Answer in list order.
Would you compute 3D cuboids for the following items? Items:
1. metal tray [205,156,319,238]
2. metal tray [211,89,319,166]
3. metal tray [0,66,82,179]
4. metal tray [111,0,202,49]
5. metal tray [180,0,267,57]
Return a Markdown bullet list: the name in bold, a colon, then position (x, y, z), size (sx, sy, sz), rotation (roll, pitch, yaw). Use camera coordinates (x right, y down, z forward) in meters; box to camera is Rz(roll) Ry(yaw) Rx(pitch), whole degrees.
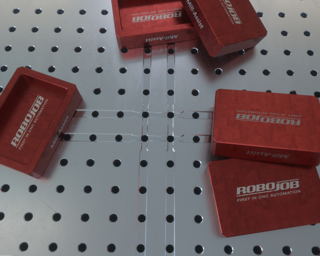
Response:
- **metal tray**: position (0.128, 0.079, 0.381), size (0.131, 0.030, 0.090), rotation (-8, 70, -3)
- **metal tray**: position (0.133, -0.004, 0.390), size (0.131, 0.030, 0.090), rotation (5, 52, 7)
- **metal tray**: position (-0.174, -0.010, 0.411), size (0.090, 0.030, 0.130), rotation (19, 71, 7)
- **metal tray**: position (-0.005, -0.174, 0.472), size (0.131, 0.030, 0.090), rotation (-9, 70, -3)
- **metal tray**: position (0.087, -0.173, 0.450), size (0.091, 0.030, 0.130), rotation (-20, 78, -26)
